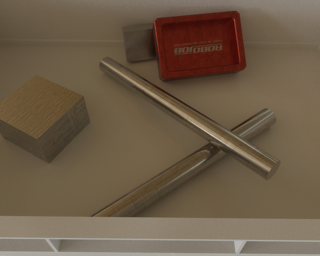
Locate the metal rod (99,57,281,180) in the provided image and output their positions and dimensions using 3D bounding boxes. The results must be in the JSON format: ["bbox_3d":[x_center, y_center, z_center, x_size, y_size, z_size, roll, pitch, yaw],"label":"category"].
[{"bbox_3d":[0.017,-0.028,0.406,0.025,0.025,0.300,-36,52,-26],"label":"metal rod"}]

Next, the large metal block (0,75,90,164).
[{"bbox_3d":[-0.151,-0.014,0.398,0.080,0.050,0.080,24,54,19],"label":"large metal block"}]

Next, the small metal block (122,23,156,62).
[{"bbox_3d":[-0.032,-0.138,0.502,0.050,0.050,0.025,-10,37,-8],"label":"small metal block"}]

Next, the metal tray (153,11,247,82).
[{"bbox_3d":[0.060,-0.124,0.473,0.131,0.030,0.089,-8,91,-7],"label":"metal tray"}]

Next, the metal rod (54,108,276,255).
[{"bbox_3d":[0.025,0.052,0.361,0.302,0.025,0.025,-29,56,-23],"label":"metal rod"}]
